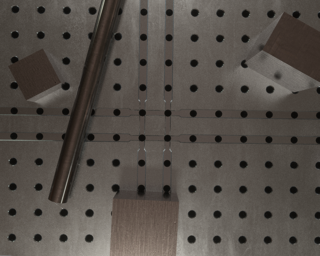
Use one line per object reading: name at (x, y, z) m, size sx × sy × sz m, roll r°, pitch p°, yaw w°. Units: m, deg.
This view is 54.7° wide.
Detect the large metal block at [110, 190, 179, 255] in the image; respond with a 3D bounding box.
large metal block at (-0.019, 0.127, 0.401) m, size 0.081 × 0.050 × 0.079 m, roll 3°, pitch 90°, yaw -1°

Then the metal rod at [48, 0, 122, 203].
metal rod at (-0.097, -0.048, 0.412) m, size 0.025 × 0.025 × 0.298 m, roll 15°, pitch 90°, yaw -1°

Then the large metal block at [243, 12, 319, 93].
large metal block at (0.162, -0.090, 0.388) m, size 0.080 × 0.080 × 0.050 m, roll 29°, pitch 90°, yaw -1°

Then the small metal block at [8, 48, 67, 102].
small metal block at (-0.162, -0.069, 0.411) m, size 0.050 × 0.025 × 0.050 m, roll -28°, pitch 90°, yaw -1°
